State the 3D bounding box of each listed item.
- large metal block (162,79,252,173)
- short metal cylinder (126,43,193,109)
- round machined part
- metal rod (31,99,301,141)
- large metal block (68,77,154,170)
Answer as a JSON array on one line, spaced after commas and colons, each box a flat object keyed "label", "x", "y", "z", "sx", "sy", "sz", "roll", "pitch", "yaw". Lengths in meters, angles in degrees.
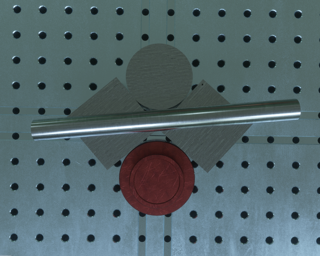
[{"label": "large metal block", "x": 0.055, "y": -0.003, "z": 0.395, "sx": 0.080, "sy": 0.050, "sz": 0.080, "roll": 42, "pitch": 91, "yaw": 0}, {"label": "short metal cylinder", "x": -0.001, "y": -0.062, "z": 0.397, "sx": 0.081, "sy": 0.050, "sz": 0.079, "roll": 0, "pitch": 90, "yaw": 0}, {"label": "round machined part", "x": -0.004, "y": 0.065, "z": 0.401, "sx": 0.099, "sy": 0.042, "sz": 0.097, "roll": 0, "pitch": 90, "yaw": 0}, {"label": "metal rod", "x": 0.006, "y": -0.009, "z": 0.358, "sx": 0.302, "sy": 0.025, "sz": 0.025, "roll": -5, "pitch": 90, "yaw": 0}, {"label": "large metal block", "x": -0.058, "y": -0.006, "z": 0.396, "sx": 0.080, "sy": 0.050, "sz": 0.080, "roll": -39, "pitch": 92, "yaw": 0}]
